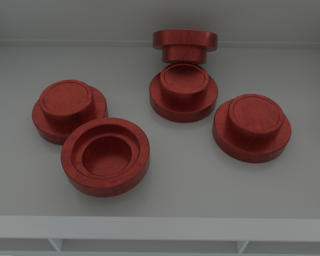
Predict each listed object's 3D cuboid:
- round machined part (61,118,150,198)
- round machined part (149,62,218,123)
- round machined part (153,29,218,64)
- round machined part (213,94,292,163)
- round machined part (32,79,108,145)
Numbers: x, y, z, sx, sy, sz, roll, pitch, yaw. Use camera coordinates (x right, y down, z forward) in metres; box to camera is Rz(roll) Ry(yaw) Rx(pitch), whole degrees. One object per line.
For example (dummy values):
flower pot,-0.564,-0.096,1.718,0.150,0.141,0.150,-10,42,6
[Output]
round machined part,-0.061,0.037,0.362,0.099,0.042,0.098,0,50,0
round machined part,0.034,-0.057,0.442,0.099,0.042,0.098,0,50,0
round machined part,0.038,-0.121,0.474,0.099,0.042,0.098,3,8,0
round machined part,0.120,-0.007,0.400,0.099,0.042,0.098,0,50,0
round machined part,-0.122,-0.028,0.416,0.099,0.042,0.098,0,50,0
